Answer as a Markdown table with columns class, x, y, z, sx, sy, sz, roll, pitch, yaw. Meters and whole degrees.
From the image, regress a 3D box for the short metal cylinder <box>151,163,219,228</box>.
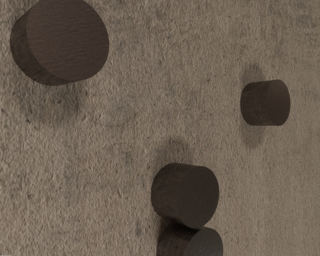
| class | x | y | z | sx | sy | sz | roll | pitch | yaw |
| --- | --- | --- | --- | --- | --- | --- | --- | --- | --- |
| short metal cylinder | 0.035 | 0.089 | 0.420 | 0.081 | 0.050 | 0.079 | 0 | 90 | -40 |

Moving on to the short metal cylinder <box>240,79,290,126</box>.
| class | x | y | z | sx | sy | sz | roll | pitch | yaw |
| --- | --- | --- | --- | --- | --- | --- | --- | --- | --- |
| short metal cylinder | 0.187 | -0.043 | 0.549 | 0.081 | 0.050 | 0.079 | 0 | 90 | -40 |

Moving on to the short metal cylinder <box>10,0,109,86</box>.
| class | x | y | z | sx | sy | sz | roll | pitch | yaw |
| --- | --- | --- | --- | --- | --- | --- | --- | --- | --- |
| short metal cylinder | -0.098 | -0.084 | 0.307 | 0.081 | 0.050 | 0.079 | 0 | 90 | -40 |

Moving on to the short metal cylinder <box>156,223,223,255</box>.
| class | x | y | z | sx | sy | sz | roll | pitch | yaw |
| --- | --- | --- | --- | --- | --- | --- | --- | --- | --- |
| short metal cylinder | 0.042 | 0.172 | 0.426 | 0.081 | 0.050 | 0.079 | 0 | 90 | -40 |
